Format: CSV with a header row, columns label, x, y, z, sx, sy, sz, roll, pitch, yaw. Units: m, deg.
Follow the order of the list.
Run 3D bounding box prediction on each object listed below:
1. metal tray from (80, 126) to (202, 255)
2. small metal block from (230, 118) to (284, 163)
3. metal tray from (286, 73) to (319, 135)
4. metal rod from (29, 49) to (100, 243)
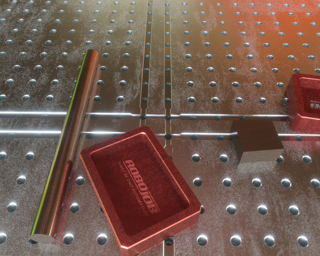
label,x,y,z,sx,sy,sz,roll,pitch,yaw
metal tray,-0.025,0.064,0.350,0.091,0.030,0.130,-22,54,-18
small metal block,0.122,0.016,0.396,0.050,0.025,0.050,-4,50,-4
metal tray,0.250,-0.030,0.432,0.131,0.030,0.090,9,50,7
metal rod,-0.115,-0.003,0.408,0.025,0.025,0.300,1,50,1
